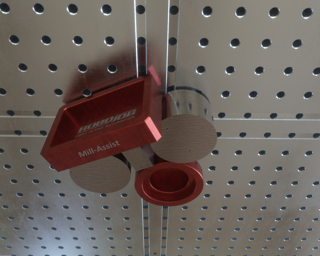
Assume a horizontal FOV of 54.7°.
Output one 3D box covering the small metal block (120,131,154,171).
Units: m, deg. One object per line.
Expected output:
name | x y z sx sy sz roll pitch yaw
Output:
small metal block | -0.030 0.019 0.406 0.025 0.050 0.050 -20 128 16

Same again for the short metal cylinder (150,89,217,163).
short metal cylinder | 0.028 -0.001 0.389 0.081 0.050 0.079 0 130 0

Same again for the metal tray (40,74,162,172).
metal tray | -0.064 -0.007 0.356 0.130 0.090 0.030 -18 128 15

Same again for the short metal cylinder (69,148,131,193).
short metal cylinder | -0.079 0.045 0.428 0.081 0.050 0.079 0 130 0

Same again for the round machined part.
round machined part | 0.013 0.069 0.454 0.099 0.042 0.097 0 130 0
